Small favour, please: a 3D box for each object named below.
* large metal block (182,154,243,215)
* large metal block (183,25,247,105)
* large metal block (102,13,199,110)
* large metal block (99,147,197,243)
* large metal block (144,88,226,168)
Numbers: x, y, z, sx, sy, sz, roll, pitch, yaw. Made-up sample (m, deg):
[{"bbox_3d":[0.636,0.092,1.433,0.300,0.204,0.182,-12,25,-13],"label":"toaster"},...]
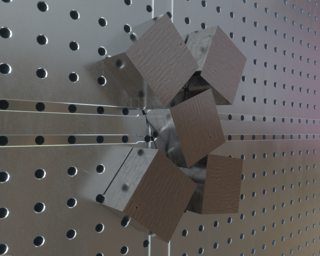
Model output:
[{"bbox_3d":[0.073,0.080,0.453,0.081,0.050,0.080,12,83,-40],"label":"large metal block"},{"bbox_3d":[0.075,-0.087,0.453,0.080,0.050,0.080,33,70,-38],"label":"large metal block"},{"bbox_3d":[-0.009,-0.080,0.384,0.080,0.050,0.080,-51,120,-27],"label":"large metal block"},{"bbox_3d":[-0.012,0.080,0.380,0.080,0.050,0.080,45,63,-30],"label":"large metal block"},{"bbox_3d":[0.036,-0.002,0.421,0.081,0.050,0.080,-28,108,-36],"label":"large metal block"}]
